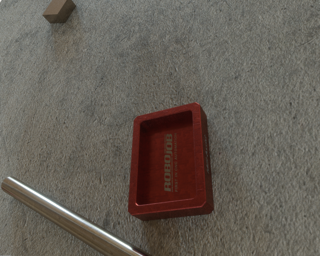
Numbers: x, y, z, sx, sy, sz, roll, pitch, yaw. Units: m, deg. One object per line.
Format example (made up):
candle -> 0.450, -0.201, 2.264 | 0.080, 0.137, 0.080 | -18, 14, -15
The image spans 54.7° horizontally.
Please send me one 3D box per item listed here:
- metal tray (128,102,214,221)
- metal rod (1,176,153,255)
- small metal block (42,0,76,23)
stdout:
metal tray -> 0.012, 0.038, 0.369 | 0.090, 0.030, 0.130 | -12, 56, 21
metal rod -> -0.107, 0.119, 0.385 | 0.300, 0.025, 0.025 | 15, 70, 34
small metal block -> -0.219, -0.255, 0.672 | 0.050, 0.025, 0.050 | 11, 67, 32
